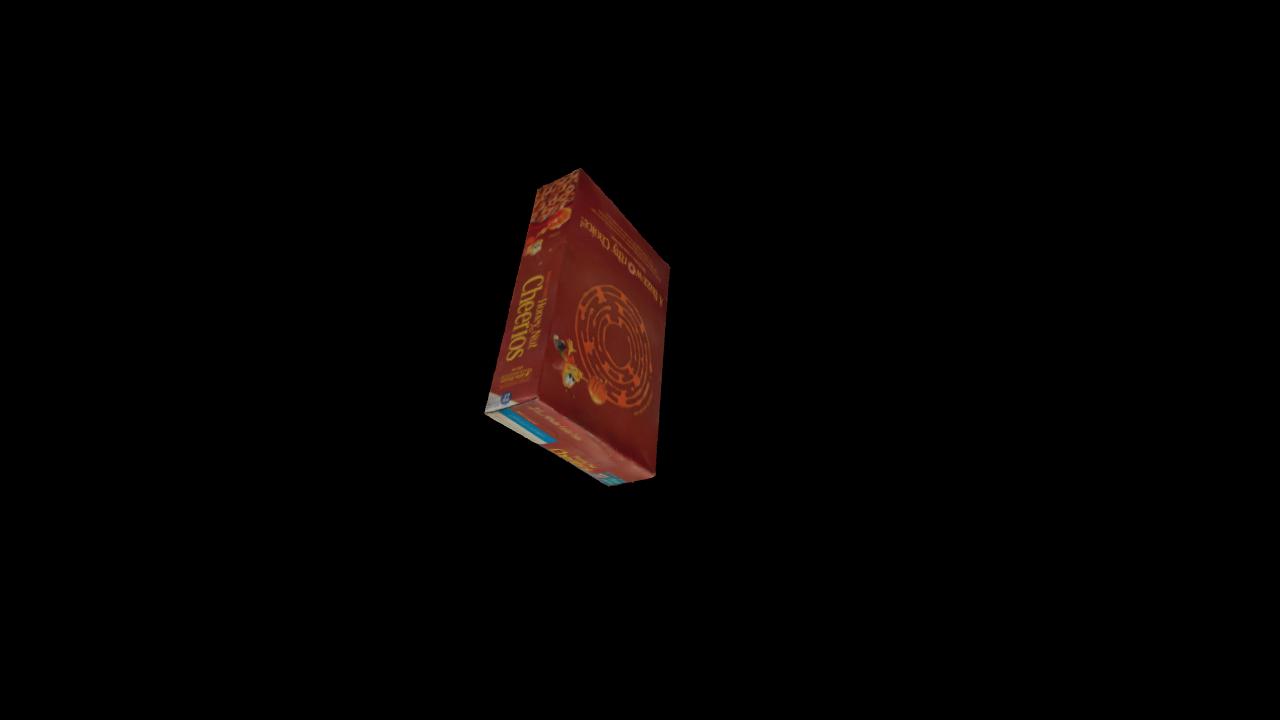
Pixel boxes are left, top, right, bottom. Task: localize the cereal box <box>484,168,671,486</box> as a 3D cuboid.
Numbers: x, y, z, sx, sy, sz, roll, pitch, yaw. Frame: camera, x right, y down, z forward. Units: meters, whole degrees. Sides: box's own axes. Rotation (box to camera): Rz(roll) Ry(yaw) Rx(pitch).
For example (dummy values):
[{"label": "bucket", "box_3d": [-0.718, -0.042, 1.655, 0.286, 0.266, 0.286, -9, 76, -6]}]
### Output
[{"label": "cereal box", "box_3d": [-0.053, -0.036, 0.701, 0.081, 0.306, 0.203, -15, -36, 31]}]
